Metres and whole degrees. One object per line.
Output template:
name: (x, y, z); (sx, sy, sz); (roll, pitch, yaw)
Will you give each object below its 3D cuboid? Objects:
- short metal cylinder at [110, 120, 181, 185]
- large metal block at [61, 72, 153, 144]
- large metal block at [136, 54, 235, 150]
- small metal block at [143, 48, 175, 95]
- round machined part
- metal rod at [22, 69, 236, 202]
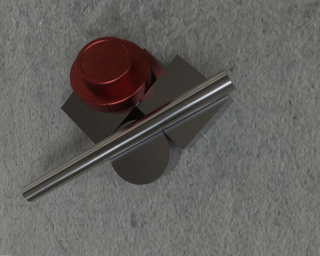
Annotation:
short metal cylinder: (-0.018, 0.029, 0.402); (0.080, 0.050, 0.079); (0, 90, 19)
large metal block: (-0.071, -0.029, 0.420); (0.080, 0.050, 0.080); (44, 103, 14)
large metal block: (0.032, -0.031, 0.385); (0.080, 0.050, 0.080); (43, 103, 14)
small metal block: (-0.015, -0.069, 0.414); (0.050, 0.025, 0.050); (44, 103, 14)
round machined part: (-0.062, -0.071, 0.375); (0.099, 0.042, 0.098); (-3, 64, 6)
metal rod: (-0.050, 0.018, 0.374); (0.300, 0.025, 0.025); (-29, 81, 17)
